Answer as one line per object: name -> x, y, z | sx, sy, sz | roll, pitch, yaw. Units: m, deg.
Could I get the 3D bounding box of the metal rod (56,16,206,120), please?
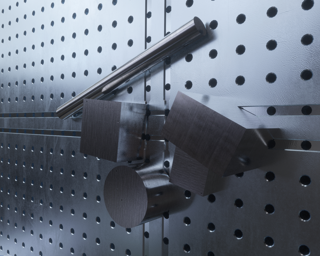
metal rod -> -0.062, -0.074, 0.458 | 0.299, 0.025, 0.025 | -23, 75, 37

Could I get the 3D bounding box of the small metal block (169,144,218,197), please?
small metal block -> 0.042, 0.048, 0.373 | 0.050, 0.025, 0.050 | 17, 101, 38

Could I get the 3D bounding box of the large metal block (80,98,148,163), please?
large metal block -> -0.068, 0.001, 0.447 | 0.080, 0.050, 0.079 | 9, 96, 39

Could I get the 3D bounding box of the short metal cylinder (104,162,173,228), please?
short metal cylinder -> -0.030, 0.088, 0.416 | 0.080, 0.050, 0.079 | 0, 90, 39

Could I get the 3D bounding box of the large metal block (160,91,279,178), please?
large metal block -> 0.062, 0.003, 0.321 | 0.080, 0.081, 0.050 | 35, 111, 34
